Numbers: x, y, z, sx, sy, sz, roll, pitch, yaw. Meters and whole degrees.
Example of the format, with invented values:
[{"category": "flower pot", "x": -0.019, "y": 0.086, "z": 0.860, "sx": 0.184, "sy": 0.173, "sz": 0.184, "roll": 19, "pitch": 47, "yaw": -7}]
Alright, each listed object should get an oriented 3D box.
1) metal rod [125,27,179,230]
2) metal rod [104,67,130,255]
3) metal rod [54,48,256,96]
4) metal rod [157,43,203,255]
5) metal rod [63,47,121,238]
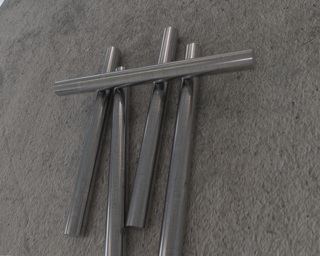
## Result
[{"category": "metal rod", "x": -0.005, "y": -0.018, "z": 0.417, "sx": 0.025, "sy": 0.025, "sz": 0.300, "roll": -5, "pitch": 59, "yaw": 26}, {"category": "metal rod", "x": -0.054, "y": 0.038, "z": 0.408, "sx": 0.025, "sy": 0.025, "sz": 0.299, "roll": -15, "pitch": 55, "yaw": 20}, {"category": "metal rod", "x": -0.025, "y": -0.072, "z": 0.427, "sx": 0.300, "sy": 0.025, "sz": 0.025, "roll": -4, "pitch": 60, "yaw": 26}, {"category": "metal rod", "x": 0.028, "y": 0.017, "z": 0.378, "sx": 0.025, "sy": 0.025, "sz": 0.300, "roll": -5, "pitch": 59, "yaw": 25}, {"category": "metal rod", "x": -0.092, "y": 0.001, "z": 0.451, "sx": 0.025, "sy": 0.025, "sz": 0.299, "roll": -8, "pitch": 58, "yaw": 24}]
